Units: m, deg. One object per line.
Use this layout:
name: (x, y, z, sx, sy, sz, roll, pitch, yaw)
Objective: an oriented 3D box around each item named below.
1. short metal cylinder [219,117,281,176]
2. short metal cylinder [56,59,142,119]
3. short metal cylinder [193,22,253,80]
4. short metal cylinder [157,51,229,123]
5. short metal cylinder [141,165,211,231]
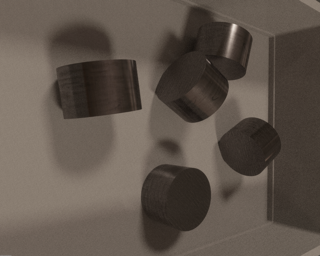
short metal cylinder: (0.143, 0.030, 0.494, 0.050, 0.080, 0.080, -33, 111, -35)
short metal cylinder: (-0.062, -0.040, 0.320, 0.081, 0.080, 0.050, -12, 98, -40)
short metal cylinder: (0.088, -0.108, 0.447, 0.080, 0.080, 0.050, 24, 75, -38)
short metal cylinder: (0.042, -0.054, 0.408, 0.050, 0.080, 0.080, 38, 67, -34)
short metal cylinder: (0.022, 0.090, 0.411, 0.081, 0.050, 0.079, 0, 90, -40)
